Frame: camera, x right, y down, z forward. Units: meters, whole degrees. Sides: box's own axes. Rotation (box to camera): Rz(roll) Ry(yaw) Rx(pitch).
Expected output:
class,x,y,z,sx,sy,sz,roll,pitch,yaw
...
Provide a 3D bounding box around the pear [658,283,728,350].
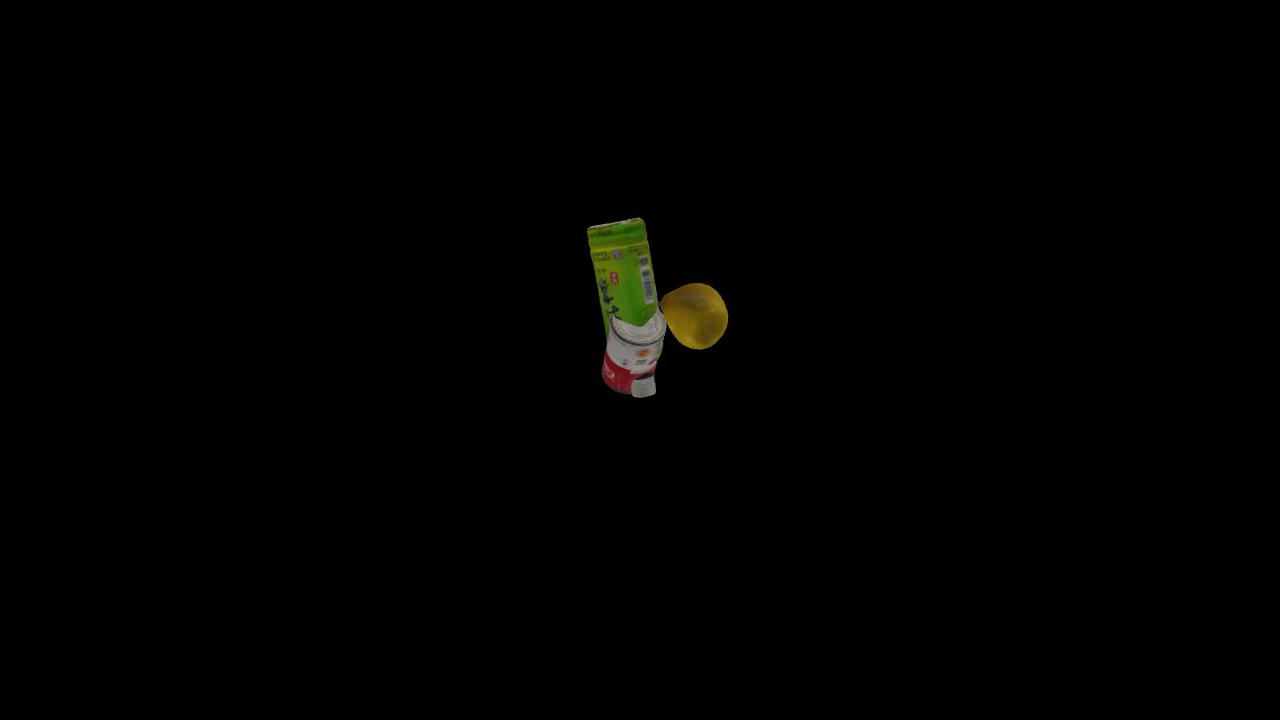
class,x,y,z,sx,sy,sz,roll,pitch,yaw
pear,0.054,-0.063,0.747,0.080,0.080,0.111,0,29,-41

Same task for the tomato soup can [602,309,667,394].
class,x,y,z,sx,sy,sz,roll,pitch,yaw
tomato soup can,-0.008,-0.014,0.747,0.068,0.068,0.101,0,-37,-11

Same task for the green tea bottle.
class,x,y,z,sx,sy,sz,roll,pitch,yaw
green tea bottle,-0.011,-0.059,0.736,0.073,0.212,0.073,-10,11,2
